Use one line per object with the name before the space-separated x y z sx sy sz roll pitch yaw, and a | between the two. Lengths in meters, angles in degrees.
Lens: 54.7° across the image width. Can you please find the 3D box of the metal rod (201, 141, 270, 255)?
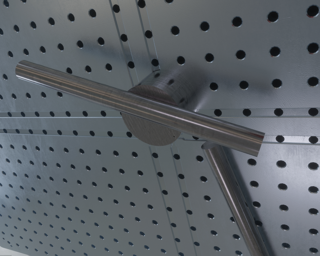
metal rod | 0.127 0.148 0.435 0.025 0.025 0.299 -14 111 34

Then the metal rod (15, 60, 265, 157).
metal rod | -0.037 -0.029 0.348 0.301 0.025 0.025 18 126 17

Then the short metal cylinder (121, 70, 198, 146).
short metal cylinder | 0.000 -0.025 0.380 0.080 0.050 0.079 13 124 21
